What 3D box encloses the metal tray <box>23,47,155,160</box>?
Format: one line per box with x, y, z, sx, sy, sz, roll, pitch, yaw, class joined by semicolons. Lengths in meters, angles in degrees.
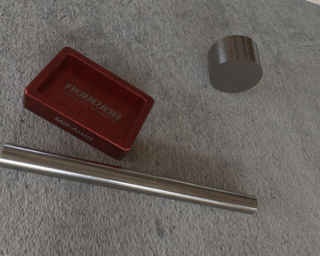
-0.081;-0.031;0.375;0.130;0.030;0.090;31;52;-8;metal tray

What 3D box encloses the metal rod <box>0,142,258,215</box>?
-0.017;0.063;0.355;0.302;0.025;0.025;15;56;-20;metal rod

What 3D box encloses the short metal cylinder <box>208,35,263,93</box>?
0.118;-0.100;0.493;0.081;0.080;0.050;15;56;-20;short metal cylinder
